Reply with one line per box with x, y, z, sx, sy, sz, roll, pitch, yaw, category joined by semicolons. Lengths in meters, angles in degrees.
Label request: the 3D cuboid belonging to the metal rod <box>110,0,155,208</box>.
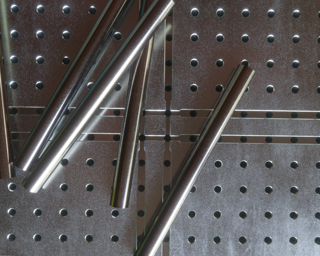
-0.032;-0.044;0.412;0.025;0.025;0.298;9;90;-1;metal rod

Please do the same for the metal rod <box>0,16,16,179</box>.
-0.219;-0.082;0.410;0.025;0.025;0.298;-6;90;-1;metal rod

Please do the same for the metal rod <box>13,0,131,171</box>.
-0.107;-0.078;0.411;0.025;0.025;0.299;30;90;-1;metal rod

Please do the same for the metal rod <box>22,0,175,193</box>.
-0.081;-0.041;0.396;0.025;0.025;0.299;37;96;-1;metal rod

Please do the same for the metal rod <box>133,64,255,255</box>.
0.044;0.052;0.414;0.025;0.025;0.299;29;90;-1;metal rod
